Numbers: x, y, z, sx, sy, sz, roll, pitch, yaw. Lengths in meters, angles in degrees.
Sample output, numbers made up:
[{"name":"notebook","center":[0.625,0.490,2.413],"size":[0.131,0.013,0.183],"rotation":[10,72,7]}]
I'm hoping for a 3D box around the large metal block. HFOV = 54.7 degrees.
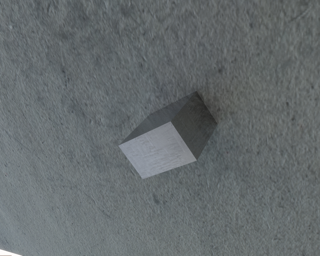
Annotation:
[{"name":"large metal block","center":[0.012,0.008,0.369],"size":[0.080,0.080,0.050],"rotation":[-25,105,36]}]
